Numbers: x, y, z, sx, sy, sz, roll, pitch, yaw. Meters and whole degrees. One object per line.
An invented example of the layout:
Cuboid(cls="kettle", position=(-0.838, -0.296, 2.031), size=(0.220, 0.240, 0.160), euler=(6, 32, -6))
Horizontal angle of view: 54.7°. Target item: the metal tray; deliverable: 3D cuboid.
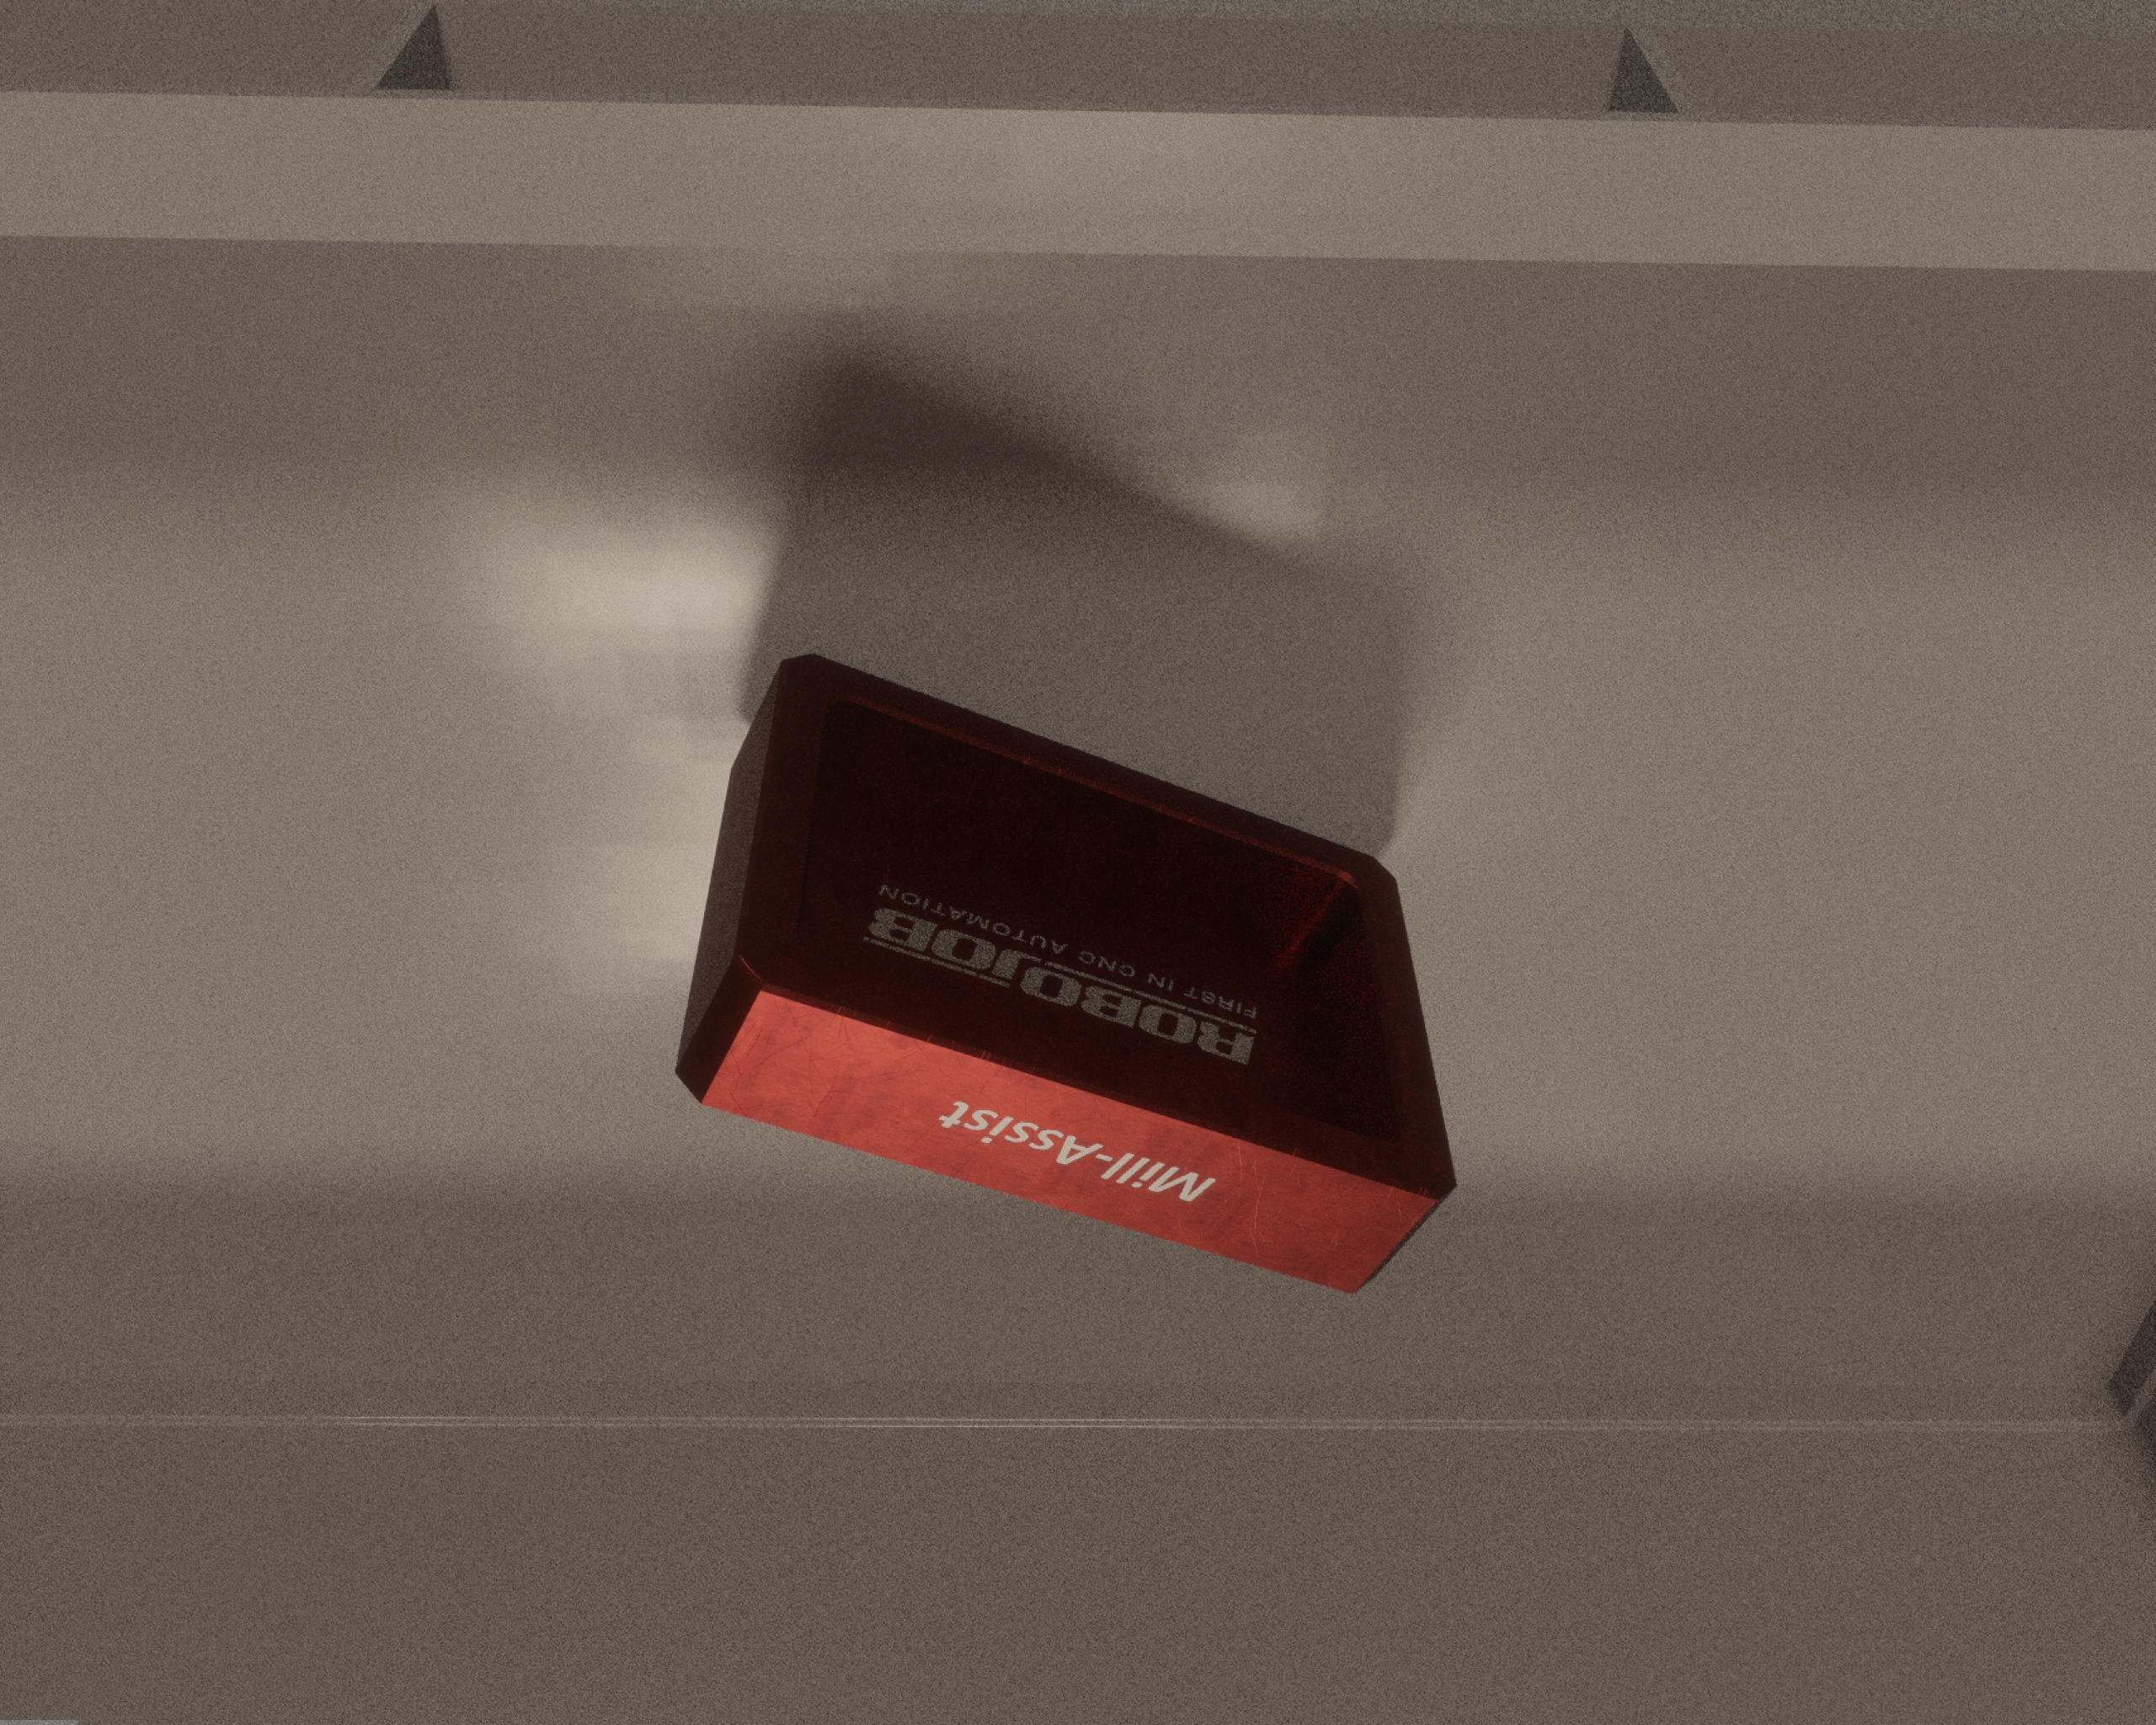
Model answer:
Cuboid(cls="metal tray", position=(0.000, 0.019, 0.378), size=(0.131, 0.090, 0.030), euler=(19, 127, -17))
